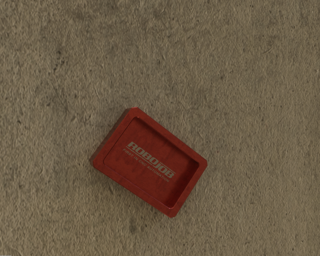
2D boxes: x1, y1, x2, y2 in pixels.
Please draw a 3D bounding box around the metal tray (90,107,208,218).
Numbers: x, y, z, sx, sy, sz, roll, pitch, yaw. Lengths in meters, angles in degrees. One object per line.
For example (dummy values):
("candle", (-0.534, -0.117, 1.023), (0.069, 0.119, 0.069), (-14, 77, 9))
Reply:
("metal tray", (-0.012, 0.045, 0.404), (0.130, 0.030, 0.090), (38, 78, -17))
